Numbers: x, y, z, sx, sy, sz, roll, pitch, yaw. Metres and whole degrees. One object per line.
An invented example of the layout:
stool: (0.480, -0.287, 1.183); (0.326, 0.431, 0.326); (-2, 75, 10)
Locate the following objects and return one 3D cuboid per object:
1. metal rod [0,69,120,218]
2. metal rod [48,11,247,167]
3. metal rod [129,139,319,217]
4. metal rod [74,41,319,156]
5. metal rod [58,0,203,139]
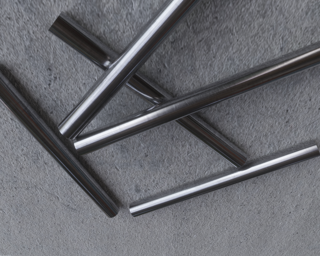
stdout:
metal rod: (-0.139, 0.037, 0.437); (0.025, 0.025, 0.299); (-18, 128, 14)
metal rod: (0.004, -0.031, 0.380); (0.301, 0.025, 0.025); (35, 122, -26)
metal rod: (0.087, 0.083, 0.478); (0.300, 0.025, 0.025); (-23, 127, 18)
metal rod: (0.043, -0.032, 0.353); (0.301, 0.025, 0.025); (-21, 128, 6)
metal rod: (-0.006, -0.092, 0.304); (0.025, 0.025, 0.299); (35, 114, -26)
